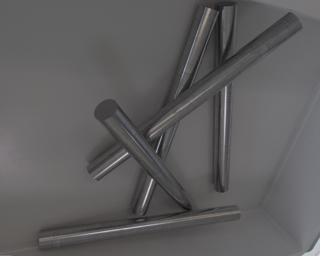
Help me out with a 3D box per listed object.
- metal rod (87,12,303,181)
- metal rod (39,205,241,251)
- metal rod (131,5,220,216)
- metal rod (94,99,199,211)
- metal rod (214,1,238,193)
[{"bbox_3d":[0.033,-0.031,0.372,0.300,0.025,0.025,-37,130,10],"label":"metal rod"},{"bbox_3d":[-0.017,0.145,0.462,0.302,0.025,0.025,-2,120,-18],"label":"metal rod"},{"bbox_3d":[0.012,-0.006,0.411,0.025,0.025,0.298,5,116,-31],"label":"metal rod"},{"bbox_3d":[0.002,0.061,0.410,0.025,0.025,0.300,-38,141,-3],"label":"metal rod"},{"bbox_3d":[0.091,-0.022,0.444,0.025,0.025,0.298,-18,126,-18],"label":"metal rod"}]
